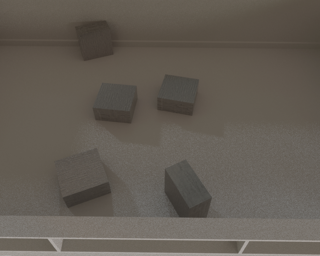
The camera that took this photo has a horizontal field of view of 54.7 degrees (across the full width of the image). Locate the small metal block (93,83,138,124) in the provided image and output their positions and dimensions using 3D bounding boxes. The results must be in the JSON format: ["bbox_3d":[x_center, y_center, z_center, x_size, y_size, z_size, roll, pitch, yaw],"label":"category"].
[{"bbox_3d":[-0.061,-0.035,0.434,0.050,0.025,0.050,6,50,5],"label":"small metal block"}]

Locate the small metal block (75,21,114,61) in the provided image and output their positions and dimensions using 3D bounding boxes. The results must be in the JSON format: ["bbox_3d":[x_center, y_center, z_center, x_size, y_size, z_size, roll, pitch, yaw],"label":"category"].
[{"bbox_3d":[-0.107,-0.143,0.508,0.050,0.050,0.025,-16,52,-13],"label":"small metal block"}]

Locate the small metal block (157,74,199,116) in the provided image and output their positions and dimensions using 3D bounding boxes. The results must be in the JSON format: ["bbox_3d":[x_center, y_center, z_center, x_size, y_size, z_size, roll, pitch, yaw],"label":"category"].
[{"bbox_3d":[0.027,-0.048,0.446,0.050,0.025,0.050,10,51,8],"label":"small metal block"}]

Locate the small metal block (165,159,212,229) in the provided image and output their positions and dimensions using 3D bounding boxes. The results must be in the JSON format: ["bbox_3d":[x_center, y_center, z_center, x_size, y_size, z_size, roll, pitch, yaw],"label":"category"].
[{"bbox_3d":[0.028,0.071,0.330,0.025,0.050,0.050,-22,54,-17],"label":"small metal block"}]

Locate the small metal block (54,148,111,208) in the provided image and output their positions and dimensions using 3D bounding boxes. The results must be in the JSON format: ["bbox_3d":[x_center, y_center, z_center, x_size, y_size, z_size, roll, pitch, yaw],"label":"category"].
[{"bbox_3d":[-0.089,0.056,0.357,0.050,0.025,0.050,-17,52,-14],"label":"small metal block"}]
